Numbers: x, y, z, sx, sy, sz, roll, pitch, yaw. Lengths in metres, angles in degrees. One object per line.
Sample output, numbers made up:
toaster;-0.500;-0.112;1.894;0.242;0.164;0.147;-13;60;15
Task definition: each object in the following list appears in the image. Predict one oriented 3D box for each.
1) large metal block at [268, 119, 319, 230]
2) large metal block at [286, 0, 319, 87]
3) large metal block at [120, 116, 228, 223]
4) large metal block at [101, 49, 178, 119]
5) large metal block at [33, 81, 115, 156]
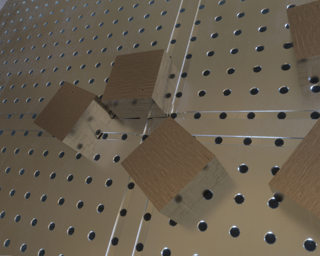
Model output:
large metal block;0.159;0.050;0.278;0.080;0.050;0.080;-49;51;-7
large metal block;0.194;-0.101;0.352;0.080;0.050;0.080;-10;58;23
large metal block;0.016;0.047;0.356;0.080;0.050;0.080;-44;51;-3
large metal block;-0.027;-0.061;0.445;0.080;0.050;0.080;-1;61;28
large metal block;-0.130;-0.016;0.471;0.080;0.050;0.080;25;75;36
